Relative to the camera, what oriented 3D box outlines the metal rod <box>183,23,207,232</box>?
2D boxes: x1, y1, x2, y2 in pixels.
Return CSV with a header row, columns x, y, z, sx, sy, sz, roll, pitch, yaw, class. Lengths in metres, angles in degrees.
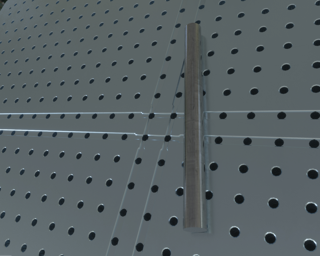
x,y,z,sx,sy,sz,roll,pitch,yaw,class
0.043,-0.023,0.399,0.025,0.025,0.300,-11,57,22,metal rod
